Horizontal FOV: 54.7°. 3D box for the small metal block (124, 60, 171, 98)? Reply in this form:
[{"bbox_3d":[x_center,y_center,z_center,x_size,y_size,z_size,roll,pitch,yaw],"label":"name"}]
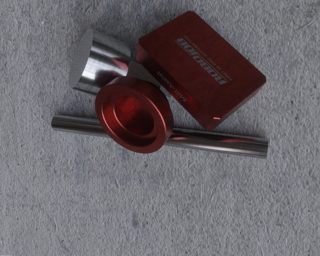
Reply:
[{"bbox_3d":[-0.011,-0.062,0.399,0.050,0.050,0.025,25,99,18],"label":"small metal block"}]

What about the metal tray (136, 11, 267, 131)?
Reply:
[{"bbox_3d":[0.046,-0.071,0.364,0.090,0.030,0.130,-37,75,-24],"label":"metal tray"}]

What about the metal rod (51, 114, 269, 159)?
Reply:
[{"bbox_3d":[-0.014,0.008,0.415,0.301,0.025,0.025,7,92,19],"label":"metal rod"}]

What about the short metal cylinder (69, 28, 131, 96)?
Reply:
[{"bbox_3d":[-0.080,-0.082,0.404,0.080,0.050,0.080,-33,48,48],"label":"short metal cylinder"}]

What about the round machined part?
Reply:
[{"bbox_3d":[-0.027,-0.020,0.378,0.098,0.042,0.097,18,133,21],"label":"round machined part"}]
